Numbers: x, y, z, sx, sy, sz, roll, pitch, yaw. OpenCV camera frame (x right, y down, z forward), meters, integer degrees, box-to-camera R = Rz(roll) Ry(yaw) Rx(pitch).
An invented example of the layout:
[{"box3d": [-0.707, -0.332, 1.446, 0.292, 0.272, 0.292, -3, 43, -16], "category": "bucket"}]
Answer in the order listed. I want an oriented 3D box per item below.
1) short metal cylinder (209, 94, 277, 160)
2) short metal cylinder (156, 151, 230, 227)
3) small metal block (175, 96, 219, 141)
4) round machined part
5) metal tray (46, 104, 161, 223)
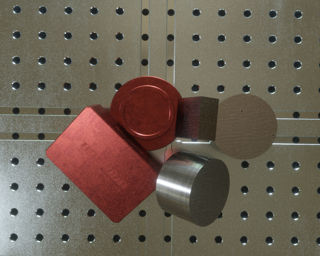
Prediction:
[{"box3d": [0.102, -0.002, 0.398, 0.081, 0.050, 0.079, 0, 90, 0], "category": "short metal cylinder"}, {"box3d": [0.041, 0.072, 0.376, 0.050, 0.081, 0.080, 10, 90, 43], "category": "short metal cylinder"}, {"box3d": [0.044, -0.011, 0.379, 0.025, 0.050, 0.050, 6, 89, -28], "category": "small metal block"}, {"box3d": [-0.016, -0.019, 0.400, 0.099, 0.042, 0.097, 0, 90, 0], "category": "round machined part"}, {"box3d": [-0.068, 0.045, 0.395, 0.130, 0.030, 0.090, 45, 105, -1], "category": "metal tray"}]
